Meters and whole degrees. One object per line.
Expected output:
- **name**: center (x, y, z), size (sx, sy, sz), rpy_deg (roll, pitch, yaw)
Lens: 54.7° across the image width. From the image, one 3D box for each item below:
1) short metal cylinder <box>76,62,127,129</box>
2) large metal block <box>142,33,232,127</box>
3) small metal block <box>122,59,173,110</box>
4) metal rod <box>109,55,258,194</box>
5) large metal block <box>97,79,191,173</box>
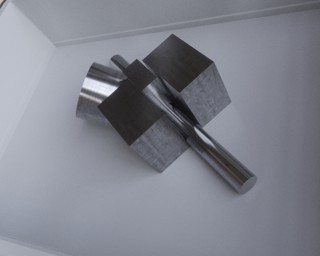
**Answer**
- **short metal cylinder**: center (-0.078, -0.045, 0.427), size (0.050, 0.080, 0.080), rpy_deg (18, 66, -7)
- **large metal block**: center (0.035, -0.058, 0.386), size (0.050, 0.080, 0.080), rpy_deg (-42, 51, -1)
- **small metal block**: center (-0.015, -0.054, 0.398), size (0.025, 0.050, 0.050), rpy_deg (-42, 51, 0)
- **metal rod**: center (0.010, -0.025, 0.414), size (0.025, 0.025, 0.300), rpy_deg (-43, 51, -2)
- **large metal block**: center (-0.019, -0.001, 0.379), size (0.050, 0.080, 0.080), rpy_deg (-43, 51, -1)
